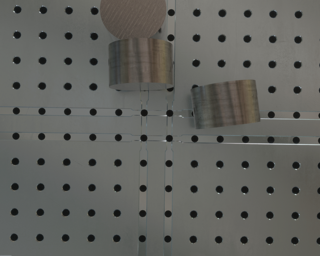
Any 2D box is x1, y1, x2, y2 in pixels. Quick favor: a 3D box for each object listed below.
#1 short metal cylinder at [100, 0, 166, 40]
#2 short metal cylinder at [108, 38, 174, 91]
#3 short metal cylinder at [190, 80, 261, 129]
[{"bbox_3d":[-0.032,-0.144,0.400,0.081,0.050,0.079,0,90,0],"label":"short metal cylinder"},{"bbox_3d":[-0.023,-0.076,0.385,0.081,0.080,0.050,-1,90,0],"label":"short metal cylinder"},{"bbox_3d":[0.081,-0.028,0.386,0.080,0.080,0.050,-7,90,0],"label":"short metal cylinder"}]
